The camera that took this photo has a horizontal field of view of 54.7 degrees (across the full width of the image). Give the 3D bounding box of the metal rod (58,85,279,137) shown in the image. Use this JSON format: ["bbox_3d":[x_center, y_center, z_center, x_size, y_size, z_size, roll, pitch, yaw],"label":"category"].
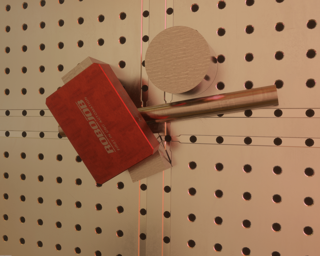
[{"bbox_3d":[-0.003,-0.019,0.413,0.301,0.025,0.025,-8,87,19],"label":"metal rod"}]

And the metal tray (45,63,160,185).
[{"bbox_3d":[-0.073,-0.005,0.393,0.090,0.030,0.130,-32,91,17],"label":"metal tray"}]

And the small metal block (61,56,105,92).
[{"bbox_3d":[-0.099,-0.070,0.432,0.050,0.050,0.025,-33,80,17],"label":"small metal block"}]

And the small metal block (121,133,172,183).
[{"bbox_3d":[-0.019,0.040,0.417,0.050,0.025,0.050,-25,82,18],"label":"small metal block"}]

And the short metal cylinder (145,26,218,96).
[{"bbox_3d":[0.028,-0.081,0.388,0.080,0.050,0.079,0,90,19],"label":"short metal cylinder"}]
